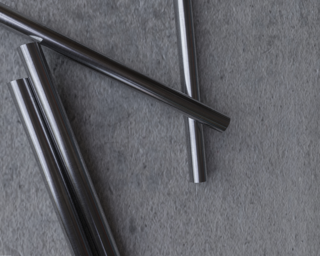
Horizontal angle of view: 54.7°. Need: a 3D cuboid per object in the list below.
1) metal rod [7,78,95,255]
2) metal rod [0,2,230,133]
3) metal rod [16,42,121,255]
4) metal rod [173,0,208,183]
[{"bbox_3d":[-0.114,0.088,0.367,0.025,0.025,0.298,-20,97,-19],"label":"metal rod"},{"bbox_3d":[-0.048,-0.066,0.376,0.302,0.025,0.025,25,82,-13],"label":"metal rod"},{"bbox_3d":[-0.099,0.049,0.365,0.025,0.025,0.298,-22,100,-19],"label":"metal rod"},{"bbox_3d":[0.040,-0.075,0.424,0.025,0.025,0.298,-6,92,-20],"label":"metal rod"}]
